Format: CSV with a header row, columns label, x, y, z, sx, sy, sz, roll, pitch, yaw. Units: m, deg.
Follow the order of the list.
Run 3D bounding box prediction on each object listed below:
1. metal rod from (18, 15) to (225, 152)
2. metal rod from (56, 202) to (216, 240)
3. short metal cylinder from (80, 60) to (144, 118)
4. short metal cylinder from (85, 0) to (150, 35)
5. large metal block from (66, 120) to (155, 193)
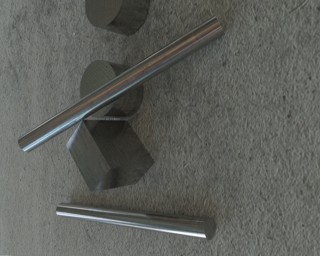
label,x,y,z,sx,sy,sz,roll,pitch,yaw
metal rod,-0.059,-0.047,0.390,0.300,0.025,0.025,-29,71,15
metal rod,-0.057,0.130,0.452,0.300,0.025,0.025,-7,86,39
short metal cylinder,-0.070,-0.054,0.447,0.080,0.050,0.079,0,90,40
short metal cylinder,-0.061,-0.177,0.439,0.080,0.050,0.079,0,90,40
large metal block,-0.068,0.035,0.425,0.050,0.081,0.080,-50,61,28
